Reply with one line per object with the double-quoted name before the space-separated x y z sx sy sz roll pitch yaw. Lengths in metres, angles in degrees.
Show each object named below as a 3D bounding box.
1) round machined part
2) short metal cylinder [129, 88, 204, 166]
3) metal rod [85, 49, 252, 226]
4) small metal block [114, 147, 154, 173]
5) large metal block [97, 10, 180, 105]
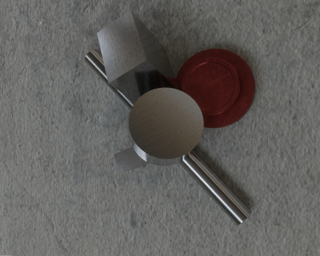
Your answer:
"round machined part" 0.064 -0.048 0.377 0.098 0.042 0.097 0 90 19
"short metal cylinder" 0.005 0.000 0.355 0.081 0.050 0.080 1 74 -4
"metal rod" 0.002 0.003 0.409 0.025 0.025 0.300 -47 76 14
"small metal block" -0.024 0.036 0.405 0.050 0.050 0.025 -22 82 18
"large metal block" -0.025 -0.079 0.378 0.050 0.080 0.080 -28 59 19
